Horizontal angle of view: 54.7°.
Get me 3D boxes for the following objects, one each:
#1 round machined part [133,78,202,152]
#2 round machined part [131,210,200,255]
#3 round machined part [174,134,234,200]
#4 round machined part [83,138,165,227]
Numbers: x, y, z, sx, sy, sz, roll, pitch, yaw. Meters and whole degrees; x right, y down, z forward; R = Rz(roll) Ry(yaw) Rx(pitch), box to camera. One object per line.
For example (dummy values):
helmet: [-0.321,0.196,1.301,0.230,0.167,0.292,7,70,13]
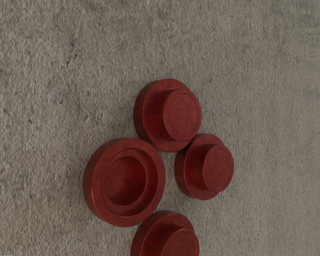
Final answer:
round machined part: [0.017,-0.016,0.408,0.099,0.042,0.097,0,90,-40]
round machined part: [0.014,0.161,0.405,0.099,0.042,0.097,0,90,-40]
round machined part: [0.071,0.057,0.453,0.099,0.042,0.097,0,90,-40]
round machined part: [-0.044,0.060,0.357,0.099,0.042,0.097,0,90,-40]
